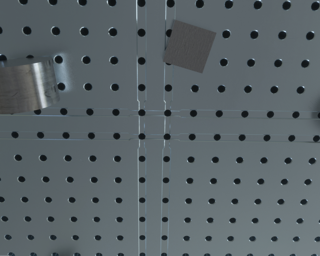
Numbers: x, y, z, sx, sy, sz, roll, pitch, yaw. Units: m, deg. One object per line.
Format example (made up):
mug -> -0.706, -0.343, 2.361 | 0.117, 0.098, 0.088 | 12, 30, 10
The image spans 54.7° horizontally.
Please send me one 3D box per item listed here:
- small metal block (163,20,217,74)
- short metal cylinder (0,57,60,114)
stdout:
small metal block -> 0.035, -0.100, 0.377 | 0.050, 0.025, 0.050 | 16, 109, -6
short metal cylinder -> -0.163, -0.052, 0.363 | 0.081, 0.080, 0.050 | -4, 110, 1
